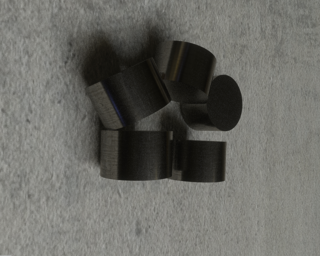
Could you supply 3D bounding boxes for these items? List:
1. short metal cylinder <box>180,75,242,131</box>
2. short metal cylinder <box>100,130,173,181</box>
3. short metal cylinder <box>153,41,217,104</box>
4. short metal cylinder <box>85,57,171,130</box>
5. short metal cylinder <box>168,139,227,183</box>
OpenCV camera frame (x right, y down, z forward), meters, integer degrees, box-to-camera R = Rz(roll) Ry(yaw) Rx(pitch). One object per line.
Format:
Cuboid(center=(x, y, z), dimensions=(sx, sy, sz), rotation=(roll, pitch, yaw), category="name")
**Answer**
Cuboid(center=(0.076, -0.035, 0.455), dimensions=(0.081, 0.050, 0.079), rotation=(0, 90, -40), category="short metal cylinder")
Cuboid(center=(-0.026, 0.028, 0.349), dimensions=(0.081, 0.080, 0.050), rotation=(1, 90, -40), category="short metal cylinder")
Cuboid(center=(0.027, -0.068, 0.393), dimensions=(0.080, 0.080, 0.050), rotation=(23, 76, -38), category="short metal cylinder")
Cuboid(center=(-0.034, -0.038, 0.339), dimensions=(0.081, 0.080, 0.050), rotation=(-34, 106, -35), category="short metal cylinder")
Cuboid(center=(0.047, 0.041, 0.410), dimensions=(0.081, 0.080, 0.050), rotation=(4, 88, -40), category="short metal cylinder")
